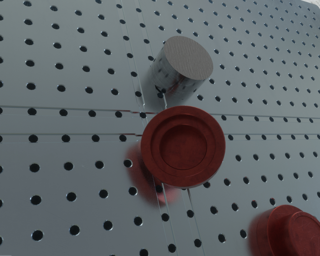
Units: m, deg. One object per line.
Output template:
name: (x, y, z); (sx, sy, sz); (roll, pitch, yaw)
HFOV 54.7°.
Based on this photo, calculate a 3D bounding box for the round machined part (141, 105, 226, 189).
round machined part: (0.029, 0.025, 0.378); (0.099, 0.042, 0.098); (-2, 72, 7)

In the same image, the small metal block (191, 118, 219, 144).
small metal block: (0.055, 0.012, 0.430); (0.050, 0.025, 0.050); (4, 60, -26)

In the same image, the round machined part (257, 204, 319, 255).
round machined part: (0.180, 0.148, 0.404); (0.099, 0.042, 0.098); (14, 56, -21)

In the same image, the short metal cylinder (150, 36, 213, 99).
short metal cylinder: (0.032, -0.090, 0.464); (0.081, 0.050, 0.080); (13, 56, -21)
